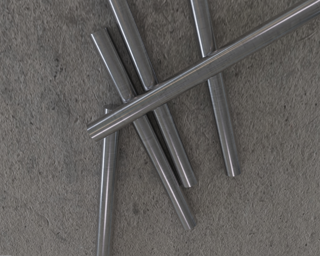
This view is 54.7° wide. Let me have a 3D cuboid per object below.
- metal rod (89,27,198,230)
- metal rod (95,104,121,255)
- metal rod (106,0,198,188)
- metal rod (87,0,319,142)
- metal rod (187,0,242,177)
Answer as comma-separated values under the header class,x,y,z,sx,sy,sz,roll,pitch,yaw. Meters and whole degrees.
class,x,y,z,sx,sy,sz,roll,pitch,yaw
metal rod,-0.014,0.014,0.414,0.025,0.025,0.299,-22,109,8
metal rod,-0.078,0.112,0.450,0.025,0.025,0.298,6,110,-3
metal rod,-0.011,-0.054,0.389,0.025,0.025,0.299,-20,109,7
metal rod,0.047,-0.065,0.358,0.300,0.025,0.025,-29,108,10
metal rod,0.064,-0.074,0.382,0.025,0.025,0.298,-14,110,5
